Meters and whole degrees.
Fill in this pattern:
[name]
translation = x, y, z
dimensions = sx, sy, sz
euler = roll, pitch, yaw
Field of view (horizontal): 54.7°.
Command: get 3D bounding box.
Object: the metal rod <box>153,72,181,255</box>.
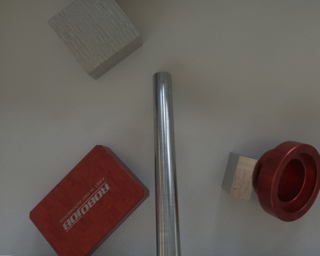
[metal rod]
translation = 0.007, 0.066, 0.348
dimensions = 0.025, 0.025, 0.299
euler = -2, 64, 0

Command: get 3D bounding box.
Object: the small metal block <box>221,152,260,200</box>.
[small metal block]
translation = 0.103, 0.060, 0.400
dimensions = 0.025, 0.050, 0.050
euler = 14, 90, 0

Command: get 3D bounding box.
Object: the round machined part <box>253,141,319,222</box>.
[round machined part]
translation = 0.157, 0.063, 0.391
dimensions = 0.099, 0.042, 0.097
euler = -7, 103, -31

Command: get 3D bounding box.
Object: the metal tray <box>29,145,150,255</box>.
[metal tray]
translation = -0.090, 0.097, 0.396
dimensions = 0.130, 0.030, 0.090
euler = -46, 74, -1

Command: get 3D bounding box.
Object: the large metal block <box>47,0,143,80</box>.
[large metal block]
translation = -0.080, -0.121, 0.398
dimensions = 0.080, 0.050, 0.080
euler = -37, 90, 0
